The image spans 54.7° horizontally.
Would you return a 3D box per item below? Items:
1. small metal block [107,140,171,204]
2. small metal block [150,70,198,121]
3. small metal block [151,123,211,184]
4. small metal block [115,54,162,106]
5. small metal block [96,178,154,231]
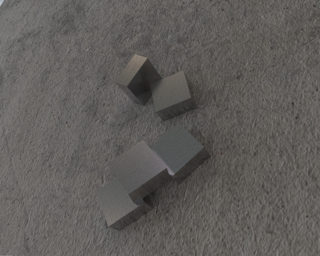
[{"bbox_3d":[-0.024,0.050,0.358,0.050,0.025,0.050,-33,53,-13],"label":"small metal block"},{"bbox_3d":[0.018,-0.044,0.421,0.050,0.025,0.050,-22,54,15],"label":"small metal block"},{"bbox_3d":[0.023,0.030,0.373,0.050,0.025,0.050,-43,51,-2],"label":"small metal block"},{"bbox_3d":[-0.029,-0.068,0.445,0.025,0.050,0.050,25,75,37],"label":"small metal block"},{"bbox_3d":[-0.043,0.087,0.373,0.050,0.025,0.050,-35,51,5],"label":"small metal block"}]
